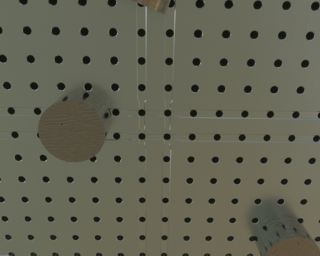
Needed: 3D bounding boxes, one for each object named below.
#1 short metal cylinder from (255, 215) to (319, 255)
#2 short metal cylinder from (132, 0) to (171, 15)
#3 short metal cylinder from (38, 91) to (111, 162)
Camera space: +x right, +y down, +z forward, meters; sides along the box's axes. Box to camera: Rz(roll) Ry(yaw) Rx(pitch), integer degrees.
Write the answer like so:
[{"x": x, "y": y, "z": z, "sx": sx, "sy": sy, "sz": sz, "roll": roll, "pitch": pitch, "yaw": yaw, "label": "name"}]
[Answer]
[{"x": 0.191, "y": 0.181, "z": 0.470, "sx": 0.081, "sy": 0.050, "sz": 0.079, "roll": 0, "pitch": 110, "yaw": -1, "label": "short metal cylinder"}, {"x": -0.022, "y": -0.159, "z": 0.325, "sx": 0.080, "sy": 0.080, "sz": 0.050, "roll": 20, "pitch": 109, "yaw": -8, "label": "short metal cylinder"}, {"x": -0.107, "y": -0.003, "z": 0.398, "sx": 0.081, "sy": 0.050, "sz": 0.079, "roll": 0, "pitch": 110, "yaw": -1, "label": "short metal cylinder"}]
